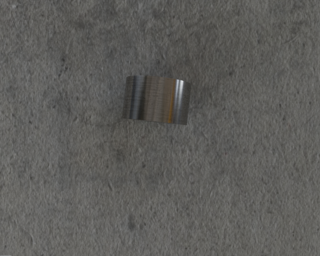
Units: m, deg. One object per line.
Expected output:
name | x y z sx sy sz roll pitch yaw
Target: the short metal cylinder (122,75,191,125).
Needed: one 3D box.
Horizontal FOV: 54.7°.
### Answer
short metal cylinder | -0.004 -0.032 0.382 0.081 0.080 0.050 6 90 -1
